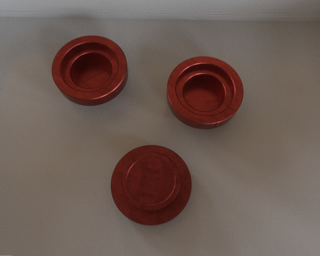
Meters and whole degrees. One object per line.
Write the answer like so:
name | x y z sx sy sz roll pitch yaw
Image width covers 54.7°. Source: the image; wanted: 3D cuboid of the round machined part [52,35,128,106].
round machined part | -0.093 -0.075 0.427 0.099 0.042 0.098 0 70 -1

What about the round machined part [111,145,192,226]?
round machined part | -0.011 0.067 0.376 0.099 0.042 0.098 0 70 -1

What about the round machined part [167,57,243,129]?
round machined part | 0.058 -0.043 0.417 0.099 0.042 0.098 0 70 -1
